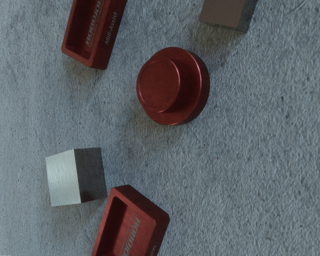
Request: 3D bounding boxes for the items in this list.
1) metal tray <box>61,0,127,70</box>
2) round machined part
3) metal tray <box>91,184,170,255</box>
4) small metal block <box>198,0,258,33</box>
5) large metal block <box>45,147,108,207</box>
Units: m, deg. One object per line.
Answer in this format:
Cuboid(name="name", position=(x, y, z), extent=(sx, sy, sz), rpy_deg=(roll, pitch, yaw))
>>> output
Cuboid(name="metal tray", position=(-0.104, -0.167, 0.484), extent=(0.090, 0.030, 0.129), rpy_deg=(32, 109, 35))
Cuboid(name="round machined part", position=(0.009, -0.052, 0.385), extent=(0.098, 0.042, 0.097), rpy_deg=(0, 90, 39))
Cuboid(name="metal tray", position=(-0.046, 0.158, 0.436), extent=(0.090, 0.030, 0.129), rpy_deg=(29, 108, 36))
Cuboid(name="small metal block", position=(0.076, -0.137, 0.341), extent=(0.050, 0.025, 0.050), rpy_deg=(26, 106, 36))
Cuboid(name="large metal block", position=(-0.135, 0.079, 0.497), extent=(0.080, 0.050, 0.080), rpy_deg=(-16, 80, 38))
